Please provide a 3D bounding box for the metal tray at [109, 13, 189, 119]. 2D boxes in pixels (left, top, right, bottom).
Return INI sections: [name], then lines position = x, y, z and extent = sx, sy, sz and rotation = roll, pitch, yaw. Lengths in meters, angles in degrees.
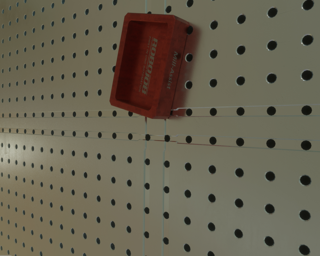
[metal tray]
position = -0.018, -0.084, 0.418
extent = 0.090, 0.030, 0.129
rotation = 19, 102, 38
